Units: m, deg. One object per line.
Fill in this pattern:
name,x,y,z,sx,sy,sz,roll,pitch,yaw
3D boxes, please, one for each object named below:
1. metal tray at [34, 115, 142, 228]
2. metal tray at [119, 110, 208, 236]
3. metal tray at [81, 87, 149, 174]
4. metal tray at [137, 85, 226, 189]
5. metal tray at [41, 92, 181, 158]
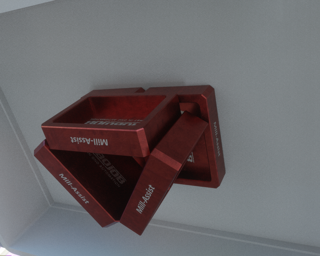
metal tray,-0.082,0.050,0.399,0.130,0.090,0.030,49,129,-7
metal tray,0.003,0.052,0.355,0.030,0.090,0.129,31,129,8
metal tray,-0.052,0.010,0.439,0.090,0.030,0.129,1,118,28
metal tray,0.029,0.012,0.396,0.090,0.030,0.129,1,118,28
metal tray,-0.053,-0.008,0.347,0.130,0.090,0.030,2,120,27
